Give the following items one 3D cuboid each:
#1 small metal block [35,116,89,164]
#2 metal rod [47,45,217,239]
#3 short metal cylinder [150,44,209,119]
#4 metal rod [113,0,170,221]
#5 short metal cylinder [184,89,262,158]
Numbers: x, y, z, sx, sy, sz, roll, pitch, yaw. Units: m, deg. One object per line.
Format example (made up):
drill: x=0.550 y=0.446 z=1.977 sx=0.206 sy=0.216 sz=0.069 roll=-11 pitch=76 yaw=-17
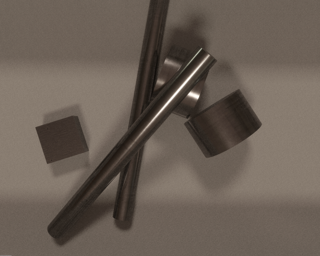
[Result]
small metal block: x=-0.128 y=0.015 z=0.410 sx=0.050 sy=0.025 sz=0.050 roll=-18 pitch=90 yaw=-1
metal rod: x=-0.044 y=0.030 z=0.365 sx=0.025 sy=0.025 sz=0.299 roll=41 pitch=108 yaw=-1
short metal cylinder: x=0.025 y=-0.057 z=0.384 sx=0.050 sy=0.080 sz=0.080 roll=21 pitch=90 yaw=-1
metal rod: x=-0.025 y=-0.028 z=0.411 sx=0.025 sy=0.025 sz=0.298 roll=10 pitch=90 yaw=-1
short metal cylinder: x=0.077 y=-0.006 z=0.385 sx=0.080 sy=0.080 sz=0.050 roll=-33 pitch=90 yaw=0
